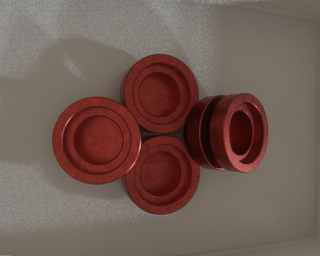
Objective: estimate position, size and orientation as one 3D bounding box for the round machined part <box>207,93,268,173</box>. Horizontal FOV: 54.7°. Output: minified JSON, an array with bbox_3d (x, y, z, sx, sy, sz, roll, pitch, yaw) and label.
[{"bbox_3d":[0.093,0.006,0.393,0.099,0.042,0.097,0,90,-42],"label":"round machined part"}]

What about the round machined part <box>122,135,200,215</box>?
[{"bbox_3d":[-0.002,0.057,0.398,0.099,0.042,0.097,0,90,-20],"label":"round machined part"}]

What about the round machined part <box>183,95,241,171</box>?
[{"bbox_3d":[0.069,0.006,0.414,0.099,0.042,0.097,1,89,-42],"label":"round machined part"}]

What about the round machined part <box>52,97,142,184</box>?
[{"bbox_3d":[-0.070,0.014,0.363,0.099,0.042,0.097,0,90,1],"label":"round machined part"}]

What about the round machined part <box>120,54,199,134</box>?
[{"bbox_3d":[-0.003,-0.042,0.398,0.099,0.042,0.097,0,90,-20],"label":"round machined part"}]
